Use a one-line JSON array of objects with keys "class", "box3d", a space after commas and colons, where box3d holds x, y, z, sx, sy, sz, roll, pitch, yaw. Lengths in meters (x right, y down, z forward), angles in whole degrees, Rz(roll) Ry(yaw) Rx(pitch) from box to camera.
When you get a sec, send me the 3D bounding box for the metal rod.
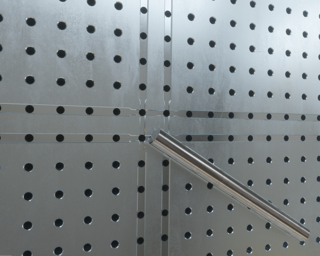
[{"class": "metal rod", "box3d": [0.112, 0.091, 0.455, 0.301, 0.025, 0.025, 34, 79, -17]}]
